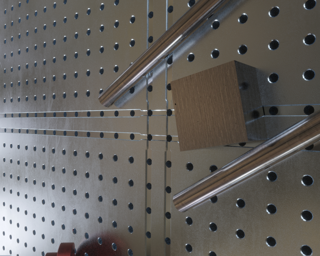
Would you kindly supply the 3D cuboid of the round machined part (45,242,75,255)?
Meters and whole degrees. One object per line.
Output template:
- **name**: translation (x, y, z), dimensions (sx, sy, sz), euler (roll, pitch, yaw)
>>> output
- **round machined part**: translation (-0.165, 0.237, 0.501), dimensions (0.098, 0.042, 0.097), euler (-176, 89, -80)

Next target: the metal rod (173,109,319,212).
- **metal rod**: translation (0.124, 0.016, 0.306), dimensions (0.299, 0.025, 0.025), euler (-38, 67, 33)

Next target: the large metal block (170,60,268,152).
- **large metal block**: translation (0.064, -0.020, 0.341), dimensions (0.080, 0.050, 0.080), euler (-13, 82, 39)

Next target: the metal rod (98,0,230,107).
- **metal rod**: translation (0.016, -0.114, 0.395), dimensions (0.299, 0.025, 0.025), euler (-36, 68, 34)
